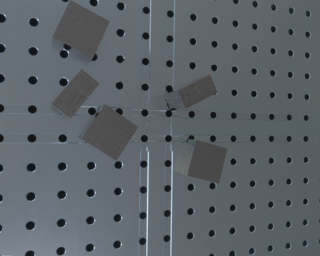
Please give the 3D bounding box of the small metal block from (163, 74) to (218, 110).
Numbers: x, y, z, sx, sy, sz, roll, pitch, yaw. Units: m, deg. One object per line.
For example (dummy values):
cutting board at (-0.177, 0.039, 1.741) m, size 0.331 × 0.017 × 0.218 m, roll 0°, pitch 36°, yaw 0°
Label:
small metal block at (0.040, -0.046, 0.414) m, size 0.050 × 0.050 × 0.025 m, roll -28°, pitch 100°, yaw -18°

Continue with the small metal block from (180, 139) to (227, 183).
small metal block at (0.061, 0.046, 0.435) m, size 0.050 × 0.025 × 0.050 m, roll 16°, pitch 85°, yaw -19°

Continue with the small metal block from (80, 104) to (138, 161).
small metal block at (-0.064, 0.006, 0.389) m, size 0.050 × 0.025 × 0.050 m, roll 36°, pitch 79°, yaw -17°

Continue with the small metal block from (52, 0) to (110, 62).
small metal block at (-0.096, -0.117, 0.377) m, size 0.050 × 0.025 × 0.050 m, roll 25°, pitch 82°, yaw -18°

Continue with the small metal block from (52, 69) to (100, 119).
small metal block at (-0.100, -0.038, 0.362) m, size 0.025 × 0.050 × 0.050 m, roll 40°, pitch 77°, yaw -16°
